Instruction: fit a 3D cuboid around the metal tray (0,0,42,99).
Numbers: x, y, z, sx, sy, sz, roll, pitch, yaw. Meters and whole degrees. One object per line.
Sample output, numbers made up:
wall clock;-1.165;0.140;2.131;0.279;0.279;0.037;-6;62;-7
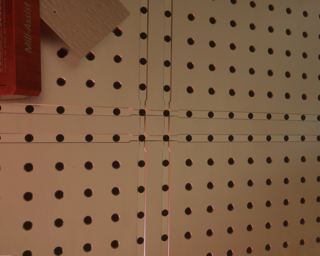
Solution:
metal tray;-0.166;-0.095;0.317;0.030;0.090;0.129;-2;91;-61

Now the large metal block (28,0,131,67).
large metal block;-0.096;-0.132;0.364;0.080;0.050;0.080;46;75;-15
